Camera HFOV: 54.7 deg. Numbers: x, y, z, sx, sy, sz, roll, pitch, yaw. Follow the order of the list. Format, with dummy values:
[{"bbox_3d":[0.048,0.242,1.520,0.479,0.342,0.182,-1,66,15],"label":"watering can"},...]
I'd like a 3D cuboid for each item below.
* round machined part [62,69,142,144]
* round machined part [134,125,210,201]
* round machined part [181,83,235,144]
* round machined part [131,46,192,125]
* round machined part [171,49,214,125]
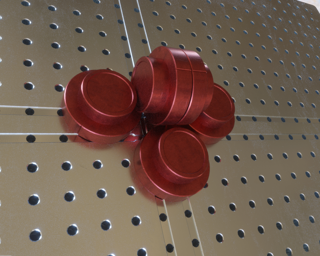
[{"bbox_3d":[-0.067,-0.033,0.382,0.099,0.042,0.098,14,56,-21],"label":"round machined part"},{"bbox_3d":[0.021,0.038,0.387,0.099,0.042,0.098,14,56,-21],"label":"round machined part"},{"bbox_3d":[0.070,-0.029,0.454,0.099,0.042,0.098,14,56,-21],"label":"round machined part"},{"bbox_3d":[-0.005,-0.052,0.384,0.042,0.097,0.098,1,61,-28],"label":"round machined part"},{"bbox_3d":[0.033,-0.053,0.406,0.042,0.097,0.098,-1,62,-29],"label":"round machined part"}]
